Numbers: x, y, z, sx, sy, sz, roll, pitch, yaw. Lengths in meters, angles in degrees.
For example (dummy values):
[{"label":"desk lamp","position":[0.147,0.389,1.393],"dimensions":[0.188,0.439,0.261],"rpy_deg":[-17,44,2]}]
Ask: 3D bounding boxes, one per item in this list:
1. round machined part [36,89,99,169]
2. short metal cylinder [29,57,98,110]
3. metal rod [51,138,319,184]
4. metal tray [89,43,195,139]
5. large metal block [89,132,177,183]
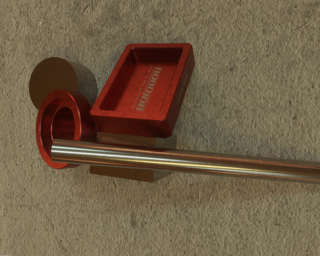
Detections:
[{"label":"round machined part","position":[-0.112,0.002,0.393],"dimensions":[0.098,0.042,0.097],"rpy_deg":[-1,88,39]},{"label":"short metal cylinder","position":[-0.137,-0.057,0.444],"dimensions":[0.080,0.050,0.079],"rpy_deg":[0,90,19]},{"label":"metal rod","position":[0.041,0.037,0.333],"dimensions":[0.302,0.025,0.025],"rpy_deg":[5,92,-5]},{"label":"metal tray","position":[-0.016,-0.051,0.372],"dimensions":[0.090,0.030,0.130],"rpy_deg":[5,52,19]},{"label":"large metal block","position":[-0.030,0.032,0.390],"dimensions":[0.080,0.080,0.050],"rpy_deg":[5,92,19]}]
